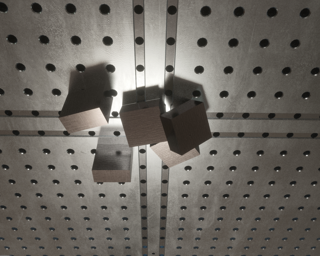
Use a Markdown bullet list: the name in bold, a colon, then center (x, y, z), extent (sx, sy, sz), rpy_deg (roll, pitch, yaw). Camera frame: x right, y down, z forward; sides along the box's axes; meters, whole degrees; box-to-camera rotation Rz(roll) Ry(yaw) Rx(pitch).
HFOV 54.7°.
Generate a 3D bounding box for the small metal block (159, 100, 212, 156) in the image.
- **small metal block**: center (0.033, -0.001, 0.387), extent (0.050, 0.025, 0.050), rpy_deg (-28, 115, -24)

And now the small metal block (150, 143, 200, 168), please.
- **small metal block**: center (0.021, 0.023, 0.432), extent (0.050, 0.025, 0.050), rpy_deg (-26, 126, 20)

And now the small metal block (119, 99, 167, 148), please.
- **small metal block**: center (-0.020, -0.006, 0.399), extent (0.050, 0.025, 0.050), rpy_deg (-10, 116, 8)

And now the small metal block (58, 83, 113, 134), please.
- **small metal block**: center (-0.088, -0.024, 0.374), extent (0.050, 0.050, 0.025), rpy_deg (-13, 129, 10)

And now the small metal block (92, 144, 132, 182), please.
- **small metal block**: center (-0.065, 0.049, 0.436), extent (0.050, 0.050, 0.025), rpy_deg (0, 130, -1)
